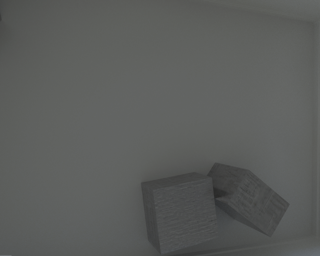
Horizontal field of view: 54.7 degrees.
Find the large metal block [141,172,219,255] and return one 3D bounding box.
[{"bbox_3d":[0.025,0.108,0.408,0.081,0.050,0.079,-8,93,-20],"label":"large metal block"}]

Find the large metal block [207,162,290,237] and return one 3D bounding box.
[{"bbox_3d":[0.111,0.095,0.424,0.080,0.080,0.050,39,78,-16],"label":"large metal block"}]
